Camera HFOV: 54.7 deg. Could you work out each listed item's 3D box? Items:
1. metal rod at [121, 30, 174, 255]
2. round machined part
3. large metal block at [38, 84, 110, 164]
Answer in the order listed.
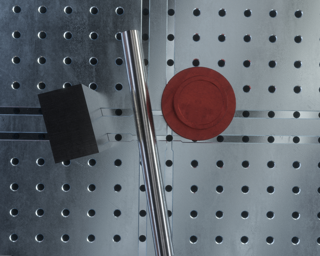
[{"bbox_3d":[-0.016,0.021,0.413,0.025,0.025,0.298,-9,90,0],"label":"metal rod"},{"bbox_3d":[0.051,-0.032,0.405,0.099,0.042,0.097,0,90,0],"label":"round machined part"},{"bbox_3d":[-0.102,-0.005,0.385,0.050,0.080,0.080,-14,90,0],"label":"large metal block"}]
